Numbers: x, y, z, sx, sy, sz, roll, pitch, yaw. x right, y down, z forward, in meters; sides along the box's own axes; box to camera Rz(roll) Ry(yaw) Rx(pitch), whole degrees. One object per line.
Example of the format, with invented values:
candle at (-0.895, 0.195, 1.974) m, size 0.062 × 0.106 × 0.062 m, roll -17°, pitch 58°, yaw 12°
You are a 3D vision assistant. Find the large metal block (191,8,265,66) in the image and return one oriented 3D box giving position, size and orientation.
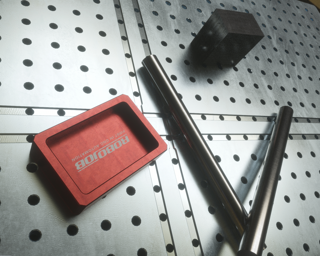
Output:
large metal block at (0.114, -0.151, 0.529) m, size 0.081 × 0.080 × 0.050 m, roll -6°, pitch 65°, yaw -31°

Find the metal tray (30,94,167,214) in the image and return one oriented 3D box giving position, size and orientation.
metal tray at (-0.065, 0.024, 0.356) m, size 0.131 × 0.030 × 0.090 m, roll -32°, pitch 80°, yaw -38°

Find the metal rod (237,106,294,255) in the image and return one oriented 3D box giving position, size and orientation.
metal rod at (0.160, 0.056, 0.442) m, size 0.025 × 0.025 × 0.301 m, roll 39°, pitch 45°, yaw -2°

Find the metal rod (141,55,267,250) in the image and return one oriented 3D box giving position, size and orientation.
metal rod at (0.052, 0.025, 0.422) m, size 0.025 × 0.025 × 0.299 m, roll -17°, pitch 71°, yaw -35°
